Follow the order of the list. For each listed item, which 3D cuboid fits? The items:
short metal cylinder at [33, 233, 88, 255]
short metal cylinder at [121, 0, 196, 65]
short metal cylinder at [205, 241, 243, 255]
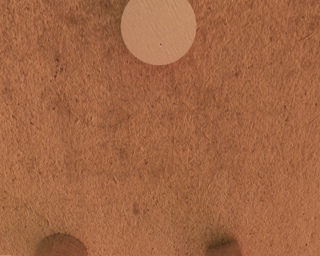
[{"bbox_3d":[-0.156,0.210,0.472,0.081,0.050,0.079,0,110,0],"label":"short metal cylinder"},{"bbox_3d":[-0.001,-0.116,0.354,0.081,0.050,0.079,0,110,0],"label":"short metal cylinder"},{"bbox_3d":[0.105,0.215,0.460,0.050,0.080,0.080,-20,109,7],"label":"short metal cylinder"}]
